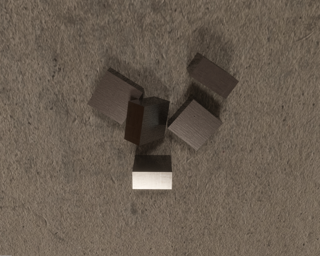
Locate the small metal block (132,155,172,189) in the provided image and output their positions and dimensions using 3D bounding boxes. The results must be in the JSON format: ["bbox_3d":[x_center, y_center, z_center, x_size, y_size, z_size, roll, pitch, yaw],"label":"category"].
[{"bbox_3d":[-0.010,0.058,0.418,0.050,0.050,0.025,1,110,-1],"label":"small metal block"}]

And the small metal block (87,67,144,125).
[{"bbox_3d":[-0.056,-0.041,0.394,0.050,0.025,0.050,31,107,-11],"label":"small metal block"}]

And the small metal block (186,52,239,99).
[{"bbox_3d":[0.062,-0.064,0.374,0.050,0.050,0.025,31,107,-11],"label":"small metal block"}]

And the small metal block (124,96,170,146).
[{"bbox_3d":[-0.016,-0.010,0.390,0.025,0.050,0.050,22,114,32],"label":"small metal block"}]

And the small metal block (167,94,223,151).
[{"bbox_3d":[0.045,-0.007,0.408,0.050,0.025,0.050,38,105,-13],"label":"small metal block"}]
